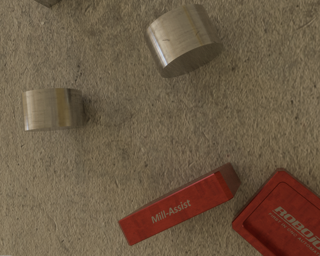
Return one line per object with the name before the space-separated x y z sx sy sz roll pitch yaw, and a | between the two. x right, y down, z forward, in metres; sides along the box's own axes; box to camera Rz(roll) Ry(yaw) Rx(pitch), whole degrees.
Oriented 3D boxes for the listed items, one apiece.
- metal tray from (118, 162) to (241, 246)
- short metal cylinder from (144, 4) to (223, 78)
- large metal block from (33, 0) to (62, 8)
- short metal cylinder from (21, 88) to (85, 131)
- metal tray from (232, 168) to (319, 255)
metal tray | 0.026 0.087 0.365 0.130 0.090 0.030 -30 80 17
short metal cylinder | 0.028 -0.101 0.370 0.080 0.080 0.050 -26 82 18
large metal block | -0.160 -0.238 0.452 0.080 0.050 0.080 -22 83 18
short metal cylinder | -0.148 -0.023 0.432 0.080 0.080 0.050 -7 88 20
metal tray | 0.160 0.120 0.349 0.130 0.030 0.090 40 102 15
